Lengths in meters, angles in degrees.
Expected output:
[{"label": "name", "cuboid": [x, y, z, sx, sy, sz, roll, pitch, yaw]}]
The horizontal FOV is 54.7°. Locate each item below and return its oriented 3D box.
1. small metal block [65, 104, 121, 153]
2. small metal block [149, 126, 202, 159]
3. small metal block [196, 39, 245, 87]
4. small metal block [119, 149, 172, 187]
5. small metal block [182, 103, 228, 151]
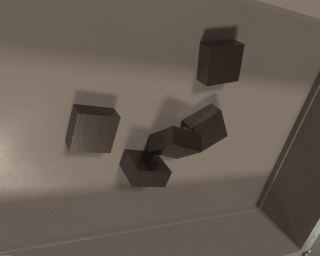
[{"label": "small metal block", "cuboid": [-0.080, 0.002, 0.367, 0.050, 0.025, 0.050, 5, 116, -31]}, {"label": "small metal block", "cuboid": [0.020, 0.021, 0.416, 0.050, 0.050, 0.025, 16, 65, -35]}, {"label": "small metal block", "cuboid": [0.077, -0.085, 0.400, 0.050, 0.025, 0.050, -12, 124, -22]}, {"label": "small metal block", "cuboid": [-0.020, 0.054, 0.416, 0.050, 0.050, 0.025, 8, 114, -32]}, {"label": "small metal block", "cuboid": [0.065, 0.000, 0.447, 0.050, 0.025, 0.050, -30, 129, -9]}]
